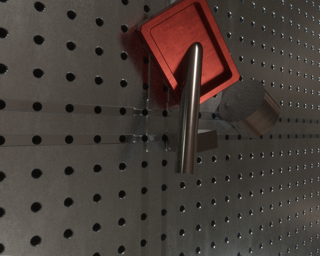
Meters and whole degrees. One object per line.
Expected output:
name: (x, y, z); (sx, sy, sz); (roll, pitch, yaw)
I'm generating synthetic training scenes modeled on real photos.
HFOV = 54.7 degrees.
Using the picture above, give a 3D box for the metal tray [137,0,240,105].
metal tray: (0.040, -0.099, 0.412); (0.090, 0.030, 0.130); (-32, 114, -1)

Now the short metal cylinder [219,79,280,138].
short metal cylinder: (0.142, -0.031, 0.496); (0.050, 0.080, 0.080); (37, 67, -34)

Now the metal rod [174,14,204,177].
metal rod: (0.044, -0.085, 0.415); (0.025, 0.025, 0.299); (21, 67, -38)

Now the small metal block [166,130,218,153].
small metal block: (0.044, 0.018, 0.432); (0.050, 0.050, 0.025); (-9, 96, -40)
